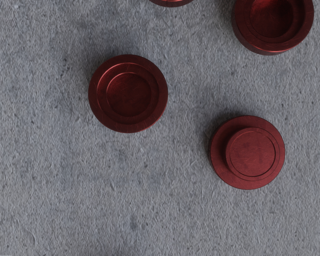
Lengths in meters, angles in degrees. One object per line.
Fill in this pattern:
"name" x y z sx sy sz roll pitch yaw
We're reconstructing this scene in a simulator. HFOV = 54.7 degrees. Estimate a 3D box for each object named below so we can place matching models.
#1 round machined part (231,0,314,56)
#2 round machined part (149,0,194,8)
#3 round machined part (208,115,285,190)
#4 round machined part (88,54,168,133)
"round machined part" 0.141 -0.142 0.402 0.099 0.042 0.097 0 90 0
"round machined part" 0.014 -0.204 0.401 0.099 0.042 0.097 0 90 0
"round machined part" 0.114 0.032 0.402 0.099 0.042 0.097 0 90 0
"round machined part" -0.039 -0.042 0.401 0.099 0.042 0.097 0 90 0
